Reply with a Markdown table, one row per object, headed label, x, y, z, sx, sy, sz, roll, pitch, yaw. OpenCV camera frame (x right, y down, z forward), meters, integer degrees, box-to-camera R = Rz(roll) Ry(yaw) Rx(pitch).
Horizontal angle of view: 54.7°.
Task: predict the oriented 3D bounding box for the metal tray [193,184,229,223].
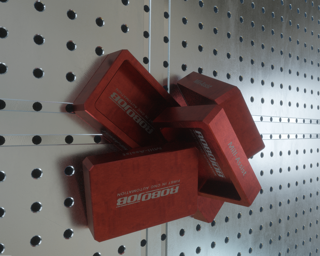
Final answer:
| label | x | y | z | sx | sy | sz | roll | pitch | yaw |
| --- | --- | --- | --- | --- | --- | --- | --- | --- | --- |
| metal tray | 0.079 | 0.065 | 0.473 | 0.130 | 0.030 | 0.090 | -49 | 119 | -29 |

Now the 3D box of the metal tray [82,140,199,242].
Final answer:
| label | x | y | z | sx | sy | sz | roll | pitch | yaw |
| --- | --- | --- | --- | --- | --- | --- | --- | --- | --- |
| metal tray | -0.018 | 0.070 | 0.361 | 0.131 | 0.030 | 0.089 | -8 | 106 | -25 |

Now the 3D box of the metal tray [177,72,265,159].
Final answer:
| label | x | y | z | sx | sy | sz | roll | pitch | yaw |
| --- | --- | --- | --- | --- | --- | --- | --- | --- | --- |
| metal tray | 0.075 | -0.021 | 0.406 | 0.030 | 0.130 | 0.090 | -33 | 114 | -5 |

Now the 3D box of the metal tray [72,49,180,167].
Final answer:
| label | x | y | z | sx | sy | sz | roll | pitch | yaw |
| --- | --- | --- | --- | --- | --- | --- | --- | --- | --- |
| metal tray | -0.030 | -0.020 | 0.382 | 0.130 | 0.030 | 0.090 | 43 | 64 | -32 |

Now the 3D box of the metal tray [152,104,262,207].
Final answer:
| label | x | y | z | sx | sy | sz | roll | pitch | yaw |
| --- | --- | --- | --- | --- | --- | --- | --- | --- | --- |
| metal tray | 0.057 | 0.034 | 0.377 | 0.030 | 0.090 | 0.130 | -46 | 118 | -30 |
